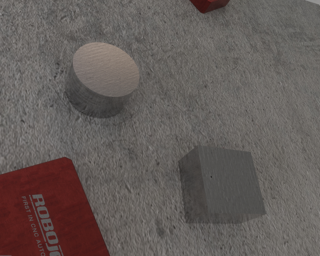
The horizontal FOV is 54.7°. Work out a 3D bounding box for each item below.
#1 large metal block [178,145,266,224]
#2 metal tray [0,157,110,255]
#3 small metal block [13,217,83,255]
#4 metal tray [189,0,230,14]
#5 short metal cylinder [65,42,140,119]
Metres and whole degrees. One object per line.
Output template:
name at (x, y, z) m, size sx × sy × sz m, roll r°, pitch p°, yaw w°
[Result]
large metal block at (0.074, 0.072, 0.383) m, size 0.081 × 0.050 × 0.080 m, roll 8°, pitch 58°, yaw -24°
metal tray at (-0.104, 0.099, 0.275) m, size 0.091 × 0.030 × 0.130 m, roll -15°, pitch 69°, yaw -34°
small metal block at (-0.099, 0.115, 0.280) m, size 0.050 × 0.025 × 0.050 m, roll -14°, pitch 69°, yaw -34°
metal tray at (0.076, -0.295, 0.621) m, size 0.091 × 0.030 × 0.130 m, roll -33°, pitch 80°, yaw -38°
short metal cylinder at (-0.072, -0.059, 0.385) m, size 0.081 × 0.050 × 0.080 m, roll 14°, pitch 56°, yaw -21°
